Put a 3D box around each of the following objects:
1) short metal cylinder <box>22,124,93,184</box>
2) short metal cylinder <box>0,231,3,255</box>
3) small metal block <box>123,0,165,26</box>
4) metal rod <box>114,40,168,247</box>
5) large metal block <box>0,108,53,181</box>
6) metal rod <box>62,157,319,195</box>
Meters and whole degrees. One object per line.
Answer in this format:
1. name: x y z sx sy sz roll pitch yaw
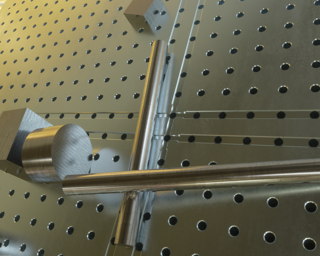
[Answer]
1. short metal cylinder: -0.138 0.036 0.423 0.050 0.080 0.080 -7 59 25
2. short metal cylinder: -0.270 0.170 0.430 0.080 0.050 0.080 -13 56 21
3. small metal block: -0.029 -0.212 0.554 0.050 0.025 0.050 21 73 36
4. metal rod: -0.019 0.001 0.417 0.025 0.025 0.300 -6 59 25
5. large metal block: -0.200 0.027 0.462 0.050 0.080 0.080 -6 59 25
6. metal rod: 0.031 0.054 0.336 0.301 0.025 0.025 -6 59 17
